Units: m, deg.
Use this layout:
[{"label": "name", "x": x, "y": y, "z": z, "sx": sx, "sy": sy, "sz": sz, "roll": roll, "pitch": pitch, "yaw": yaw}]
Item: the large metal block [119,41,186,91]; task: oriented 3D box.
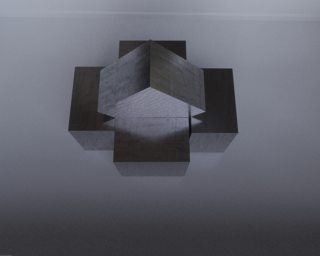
[{"label": "large metal block", "x": -0.009, "y": -0.069, "z": 0.404, "sx": 0.081, "sy": 0.080, "sz": 0.050, "roll": 0, "pitch": 70, "yaw": 0}]

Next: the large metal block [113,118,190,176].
[{"label": "large metal block", "x": -0.009, "y": 0.025, "z": 0.370, "sx": 0.081, "sy": 0.080, "sz": 0.050, "roll": 0, "pitch": 70, "yaw": 0}]

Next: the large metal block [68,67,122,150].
[{"label": "large metal block", "x": -0.074, "y": -0.021, "z": 0.387, "sx": 0.050, "sy": 0.080, "sz": 0.080, "roll": 0, "pitch": 70, "yaw": 0}]

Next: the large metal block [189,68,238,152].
[{"label": "large metal block", "x": 0.059, "y": -0.019, "z": 0.384, "sx": 0.050, "sy": 0.080, "sz": 0.080, "roll": 0, "pitch": 70, "yaw": 0}]

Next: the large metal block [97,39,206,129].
[{"label": "large metal block", "x": -0.009, "y": -0.040, "z": 0.334, "sx": 0.080, "sy": 0.080, "sz": 0.050, "roll": 19, "pitch": 63, "yaw": -42}]
